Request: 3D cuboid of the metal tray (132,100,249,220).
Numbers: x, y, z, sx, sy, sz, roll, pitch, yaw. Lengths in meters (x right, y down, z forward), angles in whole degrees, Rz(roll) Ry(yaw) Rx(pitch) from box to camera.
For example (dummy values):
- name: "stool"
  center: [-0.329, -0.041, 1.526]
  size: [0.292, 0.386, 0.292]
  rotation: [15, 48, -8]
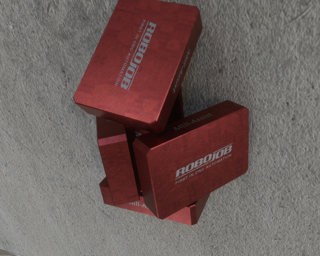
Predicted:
- name: "metal tray"
  center: [0.040, 0.032, 0.341]
  size: [0.030, 0.131, 0.089]
  rotation: [33, 138, 51]

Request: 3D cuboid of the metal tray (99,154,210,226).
- name: "metal tray"
  center: [-0.001, 0.072, 0.410]
  size: [0.130, 0.090, 0.030]
  rotation: [7, 121, 24]

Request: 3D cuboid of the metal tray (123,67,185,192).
- name: "metal tray"
  center: [-0.001, 0.003, 0.367]
  size: [0.030, 0.090, 0.129]
  rotation: [7, 122, 24]

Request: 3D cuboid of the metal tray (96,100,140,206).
- name: "metal tray"
  center: [-0.055, 0.021, 0.386]
  size: [0.030, 0.130, 0.089]
  rotation: [-12, 118, -7]

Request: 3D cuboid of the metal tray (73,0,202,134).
- name: "metal tray"
  center: [-0.020, -0.068, 0.316]
  size: [0.090, 0.130, 0.030]
  rotation: [16, 166, 18]
